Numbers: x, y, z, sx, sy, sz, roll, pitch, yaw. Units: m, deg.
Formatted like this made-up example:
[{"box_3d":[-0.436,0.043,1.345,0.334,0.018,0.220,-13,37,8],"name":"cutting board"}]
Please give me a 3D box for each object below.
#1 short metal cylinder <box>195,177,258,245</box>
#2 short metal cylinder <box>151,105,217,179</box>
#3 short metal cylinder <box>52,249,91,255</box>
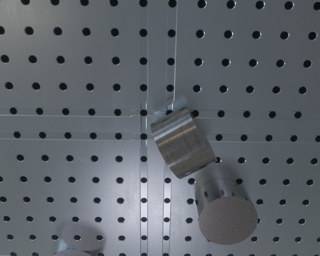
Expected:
[{"box_3d":[0.093,0.118,0.444,0.081,0.050,0.079,0,110,0],"name":"short metal cylinder"},{"box_3d":[0.030,0.017,0.391,0.050,0.080,0.080,-29,108,10],"name":"short metal cylinder"},{"box_3d":[-0.137,0.233,0.468,0.080,0.080,0.050,15,109,-6],"name":"short metal cylinder"}]
